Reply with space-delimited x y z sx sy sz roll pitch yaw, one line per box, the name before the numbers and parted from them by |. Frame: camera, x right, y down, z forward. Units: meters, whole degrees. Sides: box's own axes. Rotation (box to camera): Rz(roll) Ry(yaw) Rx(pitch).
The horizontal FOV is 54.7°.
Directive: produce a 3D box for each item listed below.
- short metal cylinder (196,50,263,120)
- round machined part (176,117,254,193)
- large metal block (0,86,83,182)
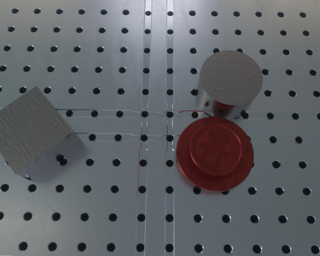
short metal cylinder | 0.091 -0.057 0.420 0.081 0.050 0.080 0 70 0
round machined part | 0.070 0.030 0.392 0.099 0.042 0.098 0 70 0
large metal block | -0.160 0.008 0.394 0.080 0.050 0.080 -39 75 -13
